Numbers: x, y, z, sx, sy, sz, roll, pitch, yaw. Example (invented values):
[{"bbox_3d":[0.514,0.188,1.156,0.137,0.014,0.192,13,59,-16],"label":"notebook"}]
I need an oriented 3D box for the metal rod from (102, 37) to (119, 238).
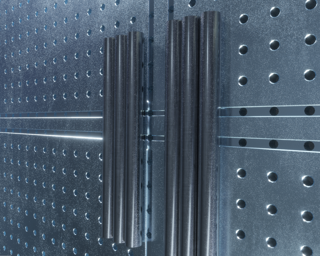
[{"bbox_3d":[-0.075,0.015,0.472,0.025,0.025,0.298,1,91,40],"label":"metal rod"}]

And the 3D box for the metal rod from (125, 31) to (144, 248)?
[{"bbox_3d":[-0.036,0.016,0.440,0.025,0.025,0.298,1,91,40],"label":"metal rod"}]

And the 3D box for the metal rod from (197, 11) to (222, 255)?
[{"bbox_3d":[0.058,0.017,0.362,0.025,0.025,0.298,1,91,40],"label":"metal rod"}]

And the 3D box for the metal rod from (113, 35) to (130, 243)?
[{"bbox_3d":[-0.055,0.016,0.456,0.025,0.025,0.298,1,91,40],"label":"metal rod"}]

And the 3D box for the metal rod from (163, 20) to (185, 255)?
[{"bbox_3d":[0.018,0.016,0.395,0.025,0.025,0.298,1,91,40],"label":"metal rod"}]

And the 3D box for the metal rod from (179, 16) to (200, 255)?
[{"bbox_3d":[0.037,0.017,0.379,0.025,0.025,0.298,1,91,40],"label":"metal rod"}]
